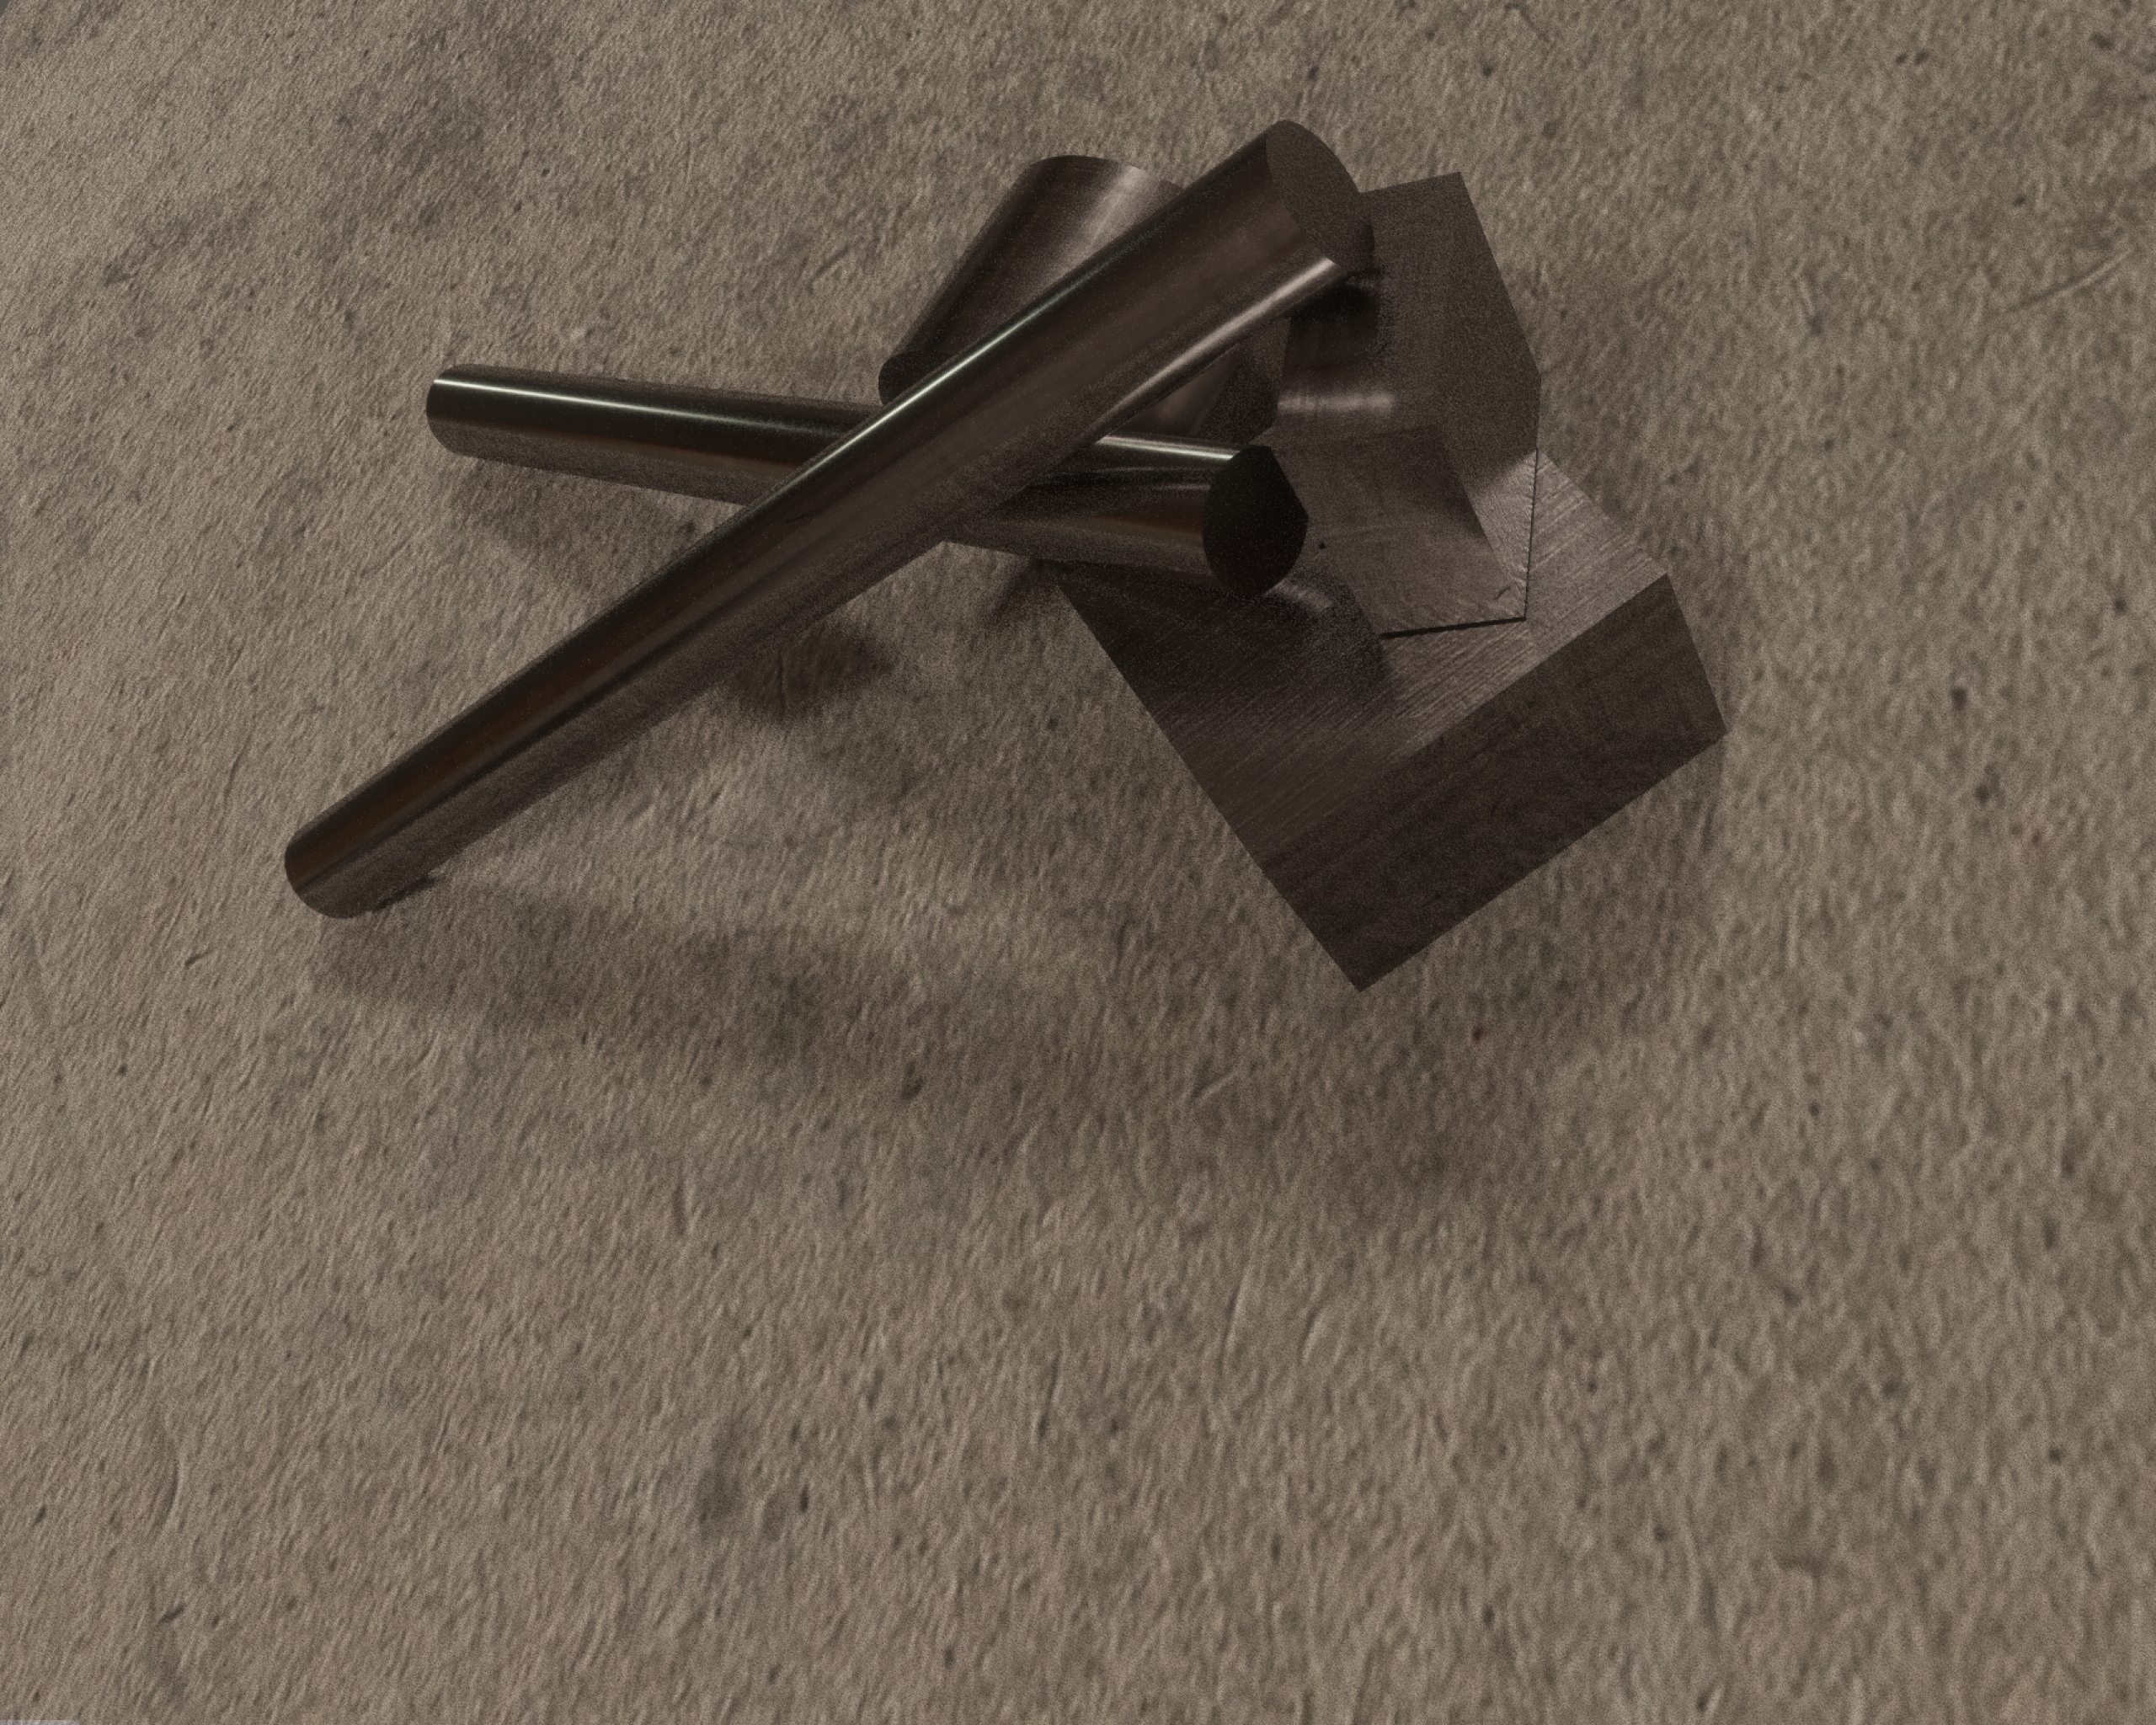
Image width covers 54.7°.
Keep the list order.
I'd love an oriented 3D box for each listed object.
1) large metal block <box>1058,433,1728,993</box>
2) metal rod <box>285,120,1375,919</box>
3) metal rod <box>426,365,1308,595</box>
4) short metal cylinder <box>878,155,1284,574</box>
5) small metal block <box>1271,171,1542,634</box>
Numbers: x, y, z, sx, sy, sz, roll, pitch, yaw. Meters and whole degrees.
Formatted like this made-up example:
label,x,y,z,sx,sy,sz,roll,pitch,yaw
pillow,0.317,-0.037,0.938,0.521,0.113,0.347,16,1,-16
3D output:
label,x,y,z,sx,sy,sz,roll,pitch,yaw
large metal block,0.056,-0.038,0.380,0.080,0.050,0.080,-36,51,5
metal rod,-0.070,-0.049,0.402,0.299,0.025,0.025,-25,50,38
metal rod,-0.068,-0.090,0.458,0.300,0.025,0.025,19,71,47
short metal cylinder,0.007,-0.096,0.426,0.080,0.080,0.050,23,74,36
small metal block,0.055,-0.073,0.336,0.025,0.050,0.050,-4,60,26
